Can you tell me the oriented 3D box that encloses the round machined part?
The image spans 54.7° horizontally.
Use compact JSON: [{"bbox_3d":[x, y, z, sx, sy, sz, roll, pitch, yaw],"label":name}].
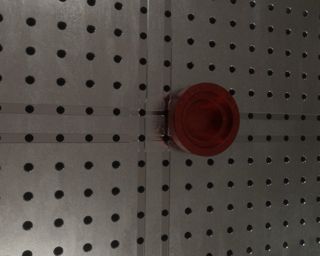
[{"bbox_3d":[0.056,-0.011,0.426,0.099,0.042,0.097,0,90,-21],"label":"round machined part"}]
